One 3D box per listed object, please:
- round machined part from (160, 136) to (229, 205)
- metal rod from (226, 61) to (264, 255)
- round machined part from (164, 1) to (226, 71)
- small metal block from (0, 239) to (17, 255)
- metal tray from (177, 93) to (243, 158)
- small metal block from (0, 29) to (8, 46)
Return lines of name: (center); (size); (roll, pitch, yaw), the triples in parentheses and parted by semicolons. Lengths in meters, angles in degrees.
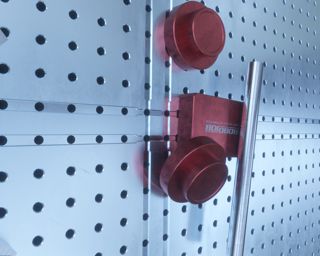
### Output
round machined part: (0.052, 0.063, 0.415); (0.099, 0.042, 0.097); (-20, 130, -26)
metal rod: (0.132, 0.045, 0.480); (0.025, 0.025, 0.298); (13, 83, -39)
round machined part: (0.057, -0.133, 0.445); (0.099, 0.042, 0.097); (0, 91, -40)
small metal block: (-0.166, 0.117, 0.270); (0.050, 0.025, 0.050); (49, 61, -29)
metal tray: (0.085, -0.001, 0.477); (0.131, 0.030, 0.089); (5, 87, -40)
small metal block: (-0.162, -0.067, 0.257); (0.050, 0.050, 0.025); (-46, 118, -30)
